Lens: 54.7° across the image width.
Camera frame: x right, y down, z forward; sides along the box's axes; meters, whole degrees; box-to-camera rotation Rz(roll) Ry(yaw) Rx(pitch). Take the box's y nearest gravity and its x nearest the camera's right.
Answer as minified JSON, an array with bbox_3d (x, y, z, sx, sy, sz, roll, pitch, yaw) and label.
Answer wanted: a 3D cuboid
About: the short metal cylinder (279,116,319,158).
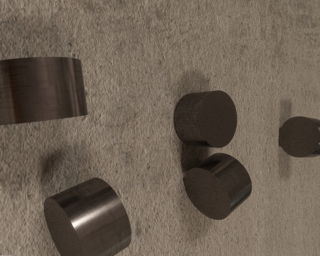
[{"bbox_3d":[0.286,0.018,0.613,0.050,0.080,0.080,4,88,-40],"label":"short metal cylinder"}]

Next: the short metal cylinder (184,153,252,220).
[{"bbox_3d":[0.081,0.082,0.440,0.050,0.080,0.080,-27,107,-37],"label":"short metal cylinder"}]

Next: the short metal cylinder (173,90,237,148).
[{"bbox_3d":[0.066,-0.012,0.446,0.081,0.050,0.079,0,90,-40],"label":"short metal cylinder"}]

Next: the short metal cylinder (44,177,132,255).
[{"bbox_3d":[-0.073,0.096,0.309,0.050,0.080,0.079,-21,104,-38],"label":"short metal cylinder"}]

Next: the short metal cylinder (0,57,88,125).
[{"bbox_3d":[-0.109,-0.032,0.278,0.081,0.080,0.050,-11,97,-40],"label":"short metal cylinder"}]
